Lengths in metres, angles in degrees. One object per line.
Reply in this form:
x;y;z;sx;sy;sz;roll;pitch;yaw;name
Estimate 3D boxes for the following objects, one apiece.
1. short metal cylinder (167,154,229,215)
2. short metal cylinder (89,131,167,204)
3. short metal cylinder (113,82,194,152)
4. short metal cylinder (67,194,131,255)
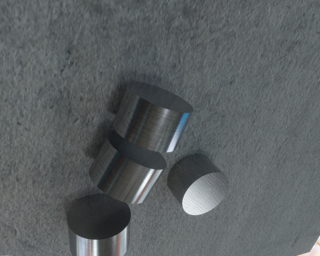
0.058;0.087;0.478;0.081;0.050;0.079;-14;125;-21;short metal cylinder
-0.039;0.047;0.380;0.080;0.080;0.050;20;108;-36;short metal cylinder
-0.008;-0.014;0.359;0.081;0.080;0.050;10;114;-33;short metal cylinder
-0.080;0.133;0.411;0.081;0.080;0.050;-9;123;-24;short metal cylinder
